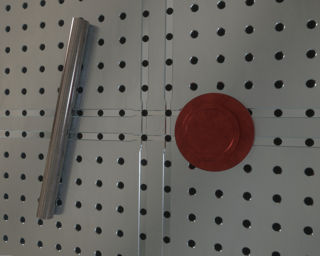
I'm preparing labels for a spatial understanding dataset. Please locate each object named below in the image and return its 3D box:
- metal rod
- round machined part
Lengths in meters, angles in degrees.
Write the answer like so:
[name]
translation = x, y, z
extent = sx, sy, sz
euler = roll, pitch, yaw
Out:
[metal rod]
translation = -0.145, -0.011, 0.462
extent = 0.025, 0.025, 0.298
euler = 13, 94, 19
[round machined part]
translation = 0.065, 0.005, 0.380
extent = 0.098, 0.042, 0.097
euler = 0, 90, 19
